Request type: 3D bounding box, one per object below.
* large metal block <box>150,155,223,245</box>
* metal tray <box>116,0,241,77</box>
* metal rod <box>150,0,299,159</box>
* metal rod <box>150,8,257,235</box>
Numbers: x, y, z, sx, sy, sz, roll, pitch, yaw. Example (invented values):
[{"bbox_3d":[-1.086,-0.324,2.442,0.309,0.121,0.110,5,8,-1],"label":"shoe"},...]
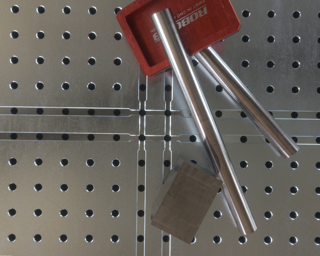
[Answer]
[{"bbox_3d":[0.030,0.084,0.386,0.050,0.080,0.080,28,90,0],"label":"large metal block"},{"bbox_3d":[0.022,-0.132,0.385,0.130,0.030,0.090,-25,96,19],"label":"metal tray"},{"bbox_3d":[0.077,-0.080,0.414,0.025,0.025,0.300,-41,91,0],"label":"metal rod"},{"bbox_3d":[0.059,0.001,0.386,0.025,0.025,0.299,-24,102,0],"label":"metal rod"}]
